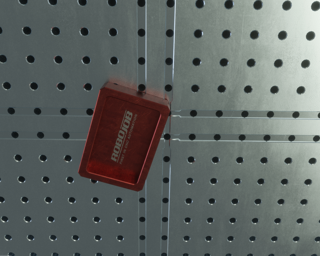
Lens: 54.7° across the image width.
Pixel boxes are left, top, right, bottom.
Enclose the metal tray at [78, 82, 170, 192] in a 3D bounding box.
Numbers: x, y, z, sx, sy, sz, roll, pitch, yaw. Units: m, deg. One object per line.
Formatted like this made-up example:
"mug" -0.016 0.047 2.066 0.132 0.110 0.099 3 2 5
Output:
"metal tray" -0.049 0.014 0.415 0.091 0.030 0.129 17 109 -7
